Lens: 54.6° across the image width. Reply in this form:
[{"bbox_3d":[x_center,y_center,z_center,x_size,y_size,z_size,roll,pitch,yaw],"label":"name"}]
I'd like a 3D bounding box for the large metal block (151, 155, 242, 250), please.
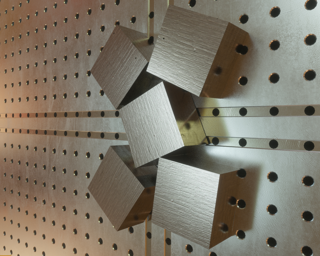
[{"bbox_3d":[0.041,0.080,0.360,0.080,0.050,0.080,12,97,39],"label":"large metal block"}]

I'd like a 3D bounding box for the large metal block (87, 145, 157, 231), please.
[{"bbox_3d":[-0.045,0.080,0.430,0.080,0.050,0.080,45,117,31],"label":"large metal block"}]

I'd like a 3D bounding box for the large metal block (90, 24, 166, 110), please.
[{"bbox_3d":[-0.041,-0.081,0.428,0.080,0.050,0.080,-52,59,28],"label":"large metal block"}]

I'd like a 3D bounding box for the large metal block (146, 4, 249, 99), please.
[{"bbox_3d":[0.041,-0.087,0.358,0.080,0.050,0.080,31,110,33],"label":"large metal block"}]

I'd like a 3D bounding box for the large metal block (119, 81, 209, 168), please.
[{"bbox_3d":[0.003,-0.002,0.391,0.080,0.050,0.080,-28,72,36],"label":"large metal block"}]
